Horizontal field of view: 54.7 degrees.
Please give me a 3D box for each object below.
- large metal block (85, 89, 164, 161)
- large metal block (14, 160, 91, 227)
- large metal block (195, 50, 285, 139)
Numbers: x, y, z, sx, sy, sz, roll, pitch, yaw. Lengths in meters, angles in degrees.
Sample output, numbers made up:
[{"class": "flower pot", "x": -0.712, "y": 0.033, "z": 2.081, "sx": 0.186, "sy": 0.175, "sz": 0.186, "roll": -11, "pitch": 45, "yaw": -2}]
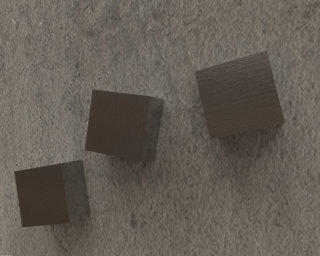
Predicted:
[{"class": "large metal block", "x": -0.046, "y": -0.005, "z": 0.411, "sx": 0.080, "sy": 0.050, "sz": 0.079, "roll": 9, "pitch": 93, "yaw": 19}, {"class": "large metal block", "x": -0.155, "y": 0.094, "z": 0.449, "sx": 0.080, "sy": 0.050, "sz": 0.080, "roll": -11, "pitch": 86, "yaw": 19}, {"class": "large metal block", "x": 0.094, "y": -0.035, "z": 0.362, "sx": 0.080, "sy": 0.050, "sz": 0.080, "roll": -14, "pitch": 86, "yaw": 19}]
